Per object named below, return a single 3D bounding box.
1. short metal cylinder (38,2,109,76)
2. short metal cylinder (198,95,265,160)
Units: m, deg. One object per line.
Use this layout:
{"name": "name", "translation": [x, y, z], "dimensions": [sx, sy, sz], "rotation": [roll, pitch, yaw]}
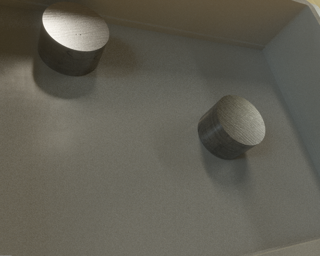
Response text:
{"name": "short metal cylinder", "translation": [-0.112, -0.114, 0.399], "dimensions": [0.081, 0.050, 0.080], "rotation": [14, 56, -21]}
{"name": "short metal cylinder", "translation": [0.102, -0.001, 0.444], "dimensions": [0.081, 0.050, 0.080], "rotation": [14, 56, -21]}
